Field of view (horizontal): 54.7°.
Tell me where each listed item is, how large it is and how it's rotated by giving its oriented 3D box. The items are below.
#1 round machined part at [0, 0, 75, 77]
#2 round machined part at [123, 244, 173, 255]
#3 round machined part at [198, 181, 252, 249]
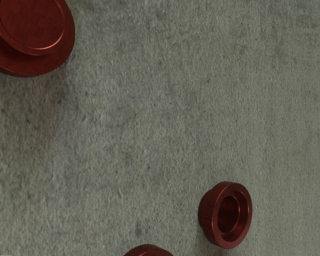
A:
[{"bbox_3d":[-0.125,-0.099,0.290,0.099,0.042,0.097,0,90,-40],"label":"round machined part"},{"bbox_3d":[-0.025,0.190,0.375,0.099,0.042,0.097,0,90,-40],"label":"round machined part"},{"bbox_3d":[0.097,0.131,0.478,0.099,0.042,0.097,0,90,-40],"label":"round machined part"}]
